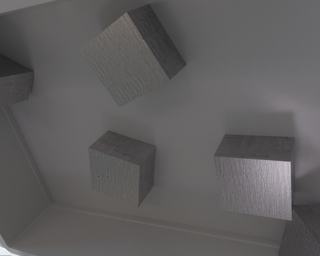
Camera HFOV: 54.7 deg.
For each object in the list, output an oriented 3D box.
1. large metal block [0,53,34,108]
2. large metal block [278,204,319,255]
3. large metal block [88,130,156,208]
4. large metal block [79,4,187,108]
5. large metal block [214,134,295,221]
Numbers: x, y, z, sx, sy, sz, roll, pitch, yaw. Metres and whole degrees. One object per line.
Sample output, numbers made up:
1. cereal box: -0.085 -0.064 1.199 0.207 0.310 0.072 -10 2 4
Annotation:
1. large metal block: -0.250 -0.072 0.454 0.080 0.080 0.050 28 115 10
2. large metal block: 0.182 0.144 0.351 0.050 0.080 0.079 0 115 -5
3. large metal block: -0.055 0.060 0.458 0.080 0.050 0.079 17 125 18
4. large metal block: -0.030 -0.081 0.358 0.080 0.050 0.080 -24 106 36
5. large metal block: 0.114 0.056 0.367 0.080 0.050 0.080 2 119 27
